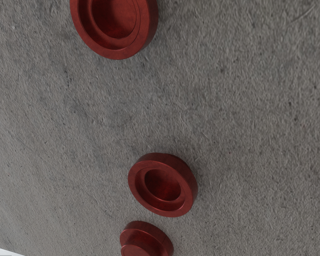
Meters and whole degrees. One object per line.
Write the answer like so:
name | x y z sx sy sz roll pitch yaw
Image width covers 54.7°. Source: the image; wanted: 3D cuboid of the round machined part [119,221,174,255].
round machined part | -0.029 0.215 0.544 0.098 0.042 0.097 13 124 21

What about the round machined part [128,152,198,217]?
round machined part | 0.007 0.075 0.438 0.098 0.042 0.097 13 124 21

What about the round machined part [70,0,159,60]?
round machined part | -0.046 -0.128 0.341 0.098 0.042 0.097 13 124 21
